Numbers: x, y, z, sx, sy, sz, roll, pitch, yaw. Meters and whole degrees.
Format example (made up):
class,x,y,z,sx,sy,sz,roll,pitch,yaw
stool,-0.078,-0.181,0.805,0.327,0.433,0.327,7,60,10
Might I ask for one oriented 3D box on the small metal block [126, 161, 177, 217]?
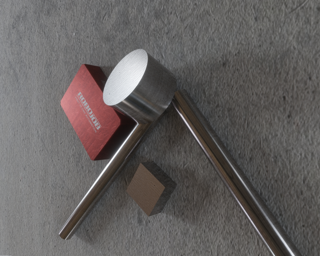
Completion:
class,x,y,z,sx,sy,sz,roll,pitch,yaw
small metal block,-0.012,0.080,0.415,0.050,0.025,0.050,41,115,32

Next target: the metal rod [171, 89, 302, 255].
class,x,y,z,sx,sy,sz,roll,pitch,yaw
metal rod,0.094,0.077,0.327,0.025,0.025,0.299,-46,63,30

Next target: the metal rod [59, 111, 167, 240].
class,x,y,z,sx,sy,sz,roll,pitch,yaw
metal rod,-0.083,0.078,0.473,0.298,0.025,0.025,-52,60,27

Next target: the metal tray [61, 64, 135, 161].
class,x,y,z,sx,sy,sz,roll,pitch,yaw
metal tray,-0.101,-0.025,0.485,0.090,0.030,0.130,-50,61,28

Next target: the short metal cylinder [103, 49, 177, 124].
class,x,y,z,sx,sy,sz,roll,pitch,yaw
short metal cylinder,-0.026,-0.051,0.389,0.080,0.050,0.080,-29,44,33
